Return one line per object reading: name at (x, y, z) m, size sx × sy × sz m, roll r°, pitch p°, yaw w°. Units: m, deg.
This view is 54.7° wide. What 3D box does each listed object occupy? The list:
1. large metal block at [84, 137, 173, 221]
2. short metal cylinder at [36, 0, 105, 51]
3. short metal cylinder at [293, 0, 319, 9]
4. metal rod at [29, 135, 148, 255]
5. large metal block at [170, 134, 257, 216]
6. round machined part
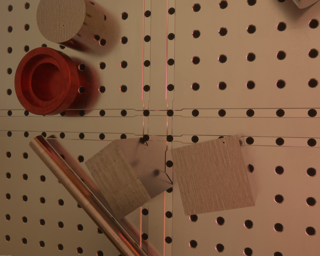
large metal block at (-0.037, 0.060, 0.396) m, size 0.050 × 0.080 × 0.080 m, roll -37°, pitch 78°, yaw 16°
short metal cylinder at (-0.127, -0.156, 0.444) m, size 0.080 × 0.050 × 0.080 m, roll 0°, pitch 90°, yaw 20°
short metal cylinder at (0.166, -0.174, 0.325) m, size 0.080 × 0.080 × 0.050 m, roll -36°, pitch 79°, yaw 16°
metal rod at (-0.088, 0.122, 0.443) m, size 0.300 × 0.025 × 0.025 m, roll 45°, pitch 104°, yaw 14°
large metal block at (0.066, 0.055, 0.376) m, size 0.080 × 0.050 × 0.080 m, roll -14°, pitch 85°, yaw 19°
round machined part at (-0.162, -0.067, 0.461) m, size 0.098 × 0.042 × 0.097 m, roll 0°, pitch 90°, yaw 20°
